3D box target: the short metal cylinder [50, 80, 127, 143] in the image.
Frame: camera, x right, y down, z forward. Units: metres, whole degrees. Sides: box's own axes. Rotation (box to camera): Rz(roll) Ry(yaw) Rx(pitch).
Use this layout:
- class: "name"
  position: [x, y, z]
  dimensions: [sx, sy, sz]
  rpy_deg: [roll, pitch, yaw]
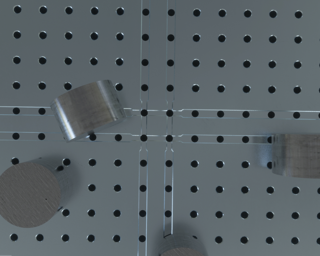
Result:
- class: "short metal cylinder"
  position: [-0.088, -0.020, 0.385]
  dimensions: [0.080, 0.080, 0.050]
  rpy_deg: [-24, 90, 0]

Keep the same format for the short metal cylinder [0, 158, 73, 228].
- class: "short metal cylinder"
  position: [-0.160, 0.081, 0.400]
  dimensions: [0.081, 0.050, 0.079]
  rpy_deg: [0, 90, 0]

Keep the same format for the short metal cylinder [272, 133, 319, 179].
- class: "short metal cylinder"
  position: [0.182, 0.032, 0.387]
  dimensions: [0.081, 0.080, 0.050]
  rpy_deg: [-1, 90, 0]

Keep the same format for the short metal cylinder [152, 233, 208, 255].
- class: "short metal cylinder"
  position: [0.027, 0.185, 0.401]
  dimensions: [0.081, 0.050, 0.079]
  rpy_deg: [0, 90, 0]
